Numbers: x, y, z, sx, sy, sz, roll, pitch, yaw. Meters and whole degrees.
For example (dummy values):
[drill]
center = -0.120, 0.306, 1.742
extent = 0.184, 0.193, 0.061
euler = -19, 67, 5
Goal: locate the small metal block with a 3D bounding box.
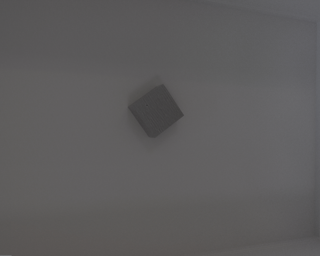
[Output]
[small metal block]
center = -0.005, -0.022, 0.408
extent = 0.050, 0.025, 0.050
euler = -38, 102, -16
